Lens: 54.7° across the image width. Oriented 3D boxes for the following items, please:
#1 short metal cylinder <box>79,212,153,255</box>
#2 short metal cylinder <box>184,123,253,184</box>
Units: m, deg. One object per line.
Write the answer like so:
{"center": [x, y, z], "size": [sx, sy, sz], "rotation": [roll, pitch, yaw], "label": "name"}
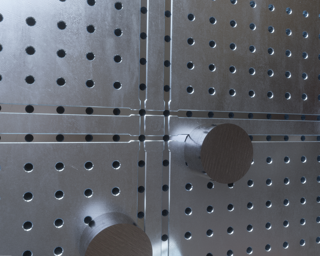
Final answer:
{"center": [-0.055, 0.150, 0.380], "size": [0.081, 0.050, 0.079], "rotation": [0, 90, -21], "label": "short metal cylinder"}
{"center": [0.081, 0.033, 0.431], "size": [0.081, 0.050, 0.079], "rotation": [0, 90, -21], "label": "short metal cylinder"}
